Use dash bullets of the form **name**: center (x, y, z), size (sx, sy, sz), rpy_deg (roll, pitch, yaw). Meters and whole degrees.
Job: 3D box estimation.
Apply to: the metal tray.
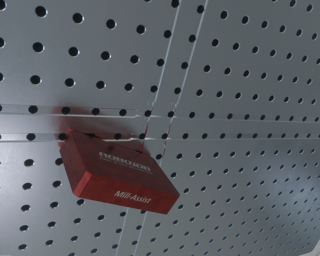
- **metal tray**: center (-0.048, 0.055, 0.376), size (0.131, 0.090, 0.030), rpy_deg (23, 106, -36)
